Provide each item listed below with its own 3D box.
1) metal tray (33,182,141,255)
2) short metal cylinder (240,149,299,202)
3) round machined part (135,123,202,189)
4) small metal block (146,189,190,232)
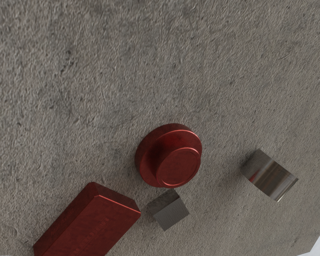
[{"bbox_3d":[-0.102,0.146,0.440,0.130,0.030,0.090,-49,129,6],"label":"metal tray"},{"bbox_3d":[0.184,0.079,0.523,0.080,0.080,0.050,30,102,-38],"label":"short metal cylinder"},{"bbox_3d":[0.018,0.046,0.436,0.099,0.042,0.097,-14,125,-21],"label":"round machined part"},{"bbox_3d":[0.014,0.131,0.497,0.050,0.025,0.050,-33,129,-7],"label":"small metal block"}]
